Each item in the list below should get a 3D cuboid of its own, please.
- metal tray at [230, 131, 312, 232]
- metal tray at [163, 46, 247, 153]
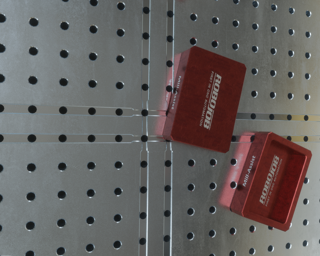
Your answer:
[{"bbox_3d":[0.171,0.080,0.472,0.090,0.030,0.130,23,82,-19],"label":"metal tray"},{"bbox_3d":[0.064,-0.037,0.433,0.091,0.030,0.129,15,85,-20],"label":"metal tray"}]
